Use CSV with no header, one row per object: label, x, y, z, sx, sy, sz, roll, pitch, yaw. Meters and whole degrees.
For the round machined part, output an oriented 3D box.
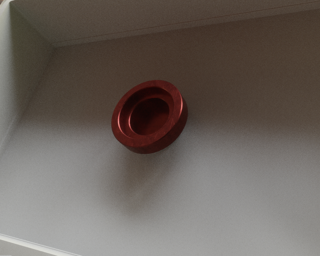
round machined part,-0.010,-0.011,0.400,0.098,0.042,0.098,-13,56,20
